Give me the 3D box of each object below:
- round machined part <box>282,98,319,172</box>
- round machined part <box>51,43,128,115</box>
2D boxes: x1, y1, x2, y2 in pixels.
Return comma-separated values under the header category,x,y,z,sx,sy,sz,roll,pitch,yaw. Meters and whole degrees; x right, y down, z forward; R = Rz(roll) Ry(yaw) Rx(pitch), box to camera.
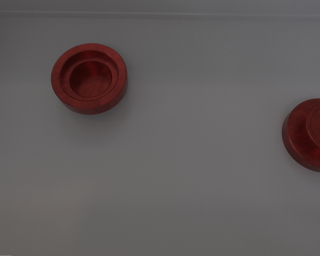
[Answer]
category,x,y,z,sx,sy,sz,roll,pitch,yaw
round machined part,0.214,0.005,0.400,0.099,0.042,0.098,0,70,0
round machined part,-0.093,-0.063,0.423,0.099,0.042,0.098,0,70,0
